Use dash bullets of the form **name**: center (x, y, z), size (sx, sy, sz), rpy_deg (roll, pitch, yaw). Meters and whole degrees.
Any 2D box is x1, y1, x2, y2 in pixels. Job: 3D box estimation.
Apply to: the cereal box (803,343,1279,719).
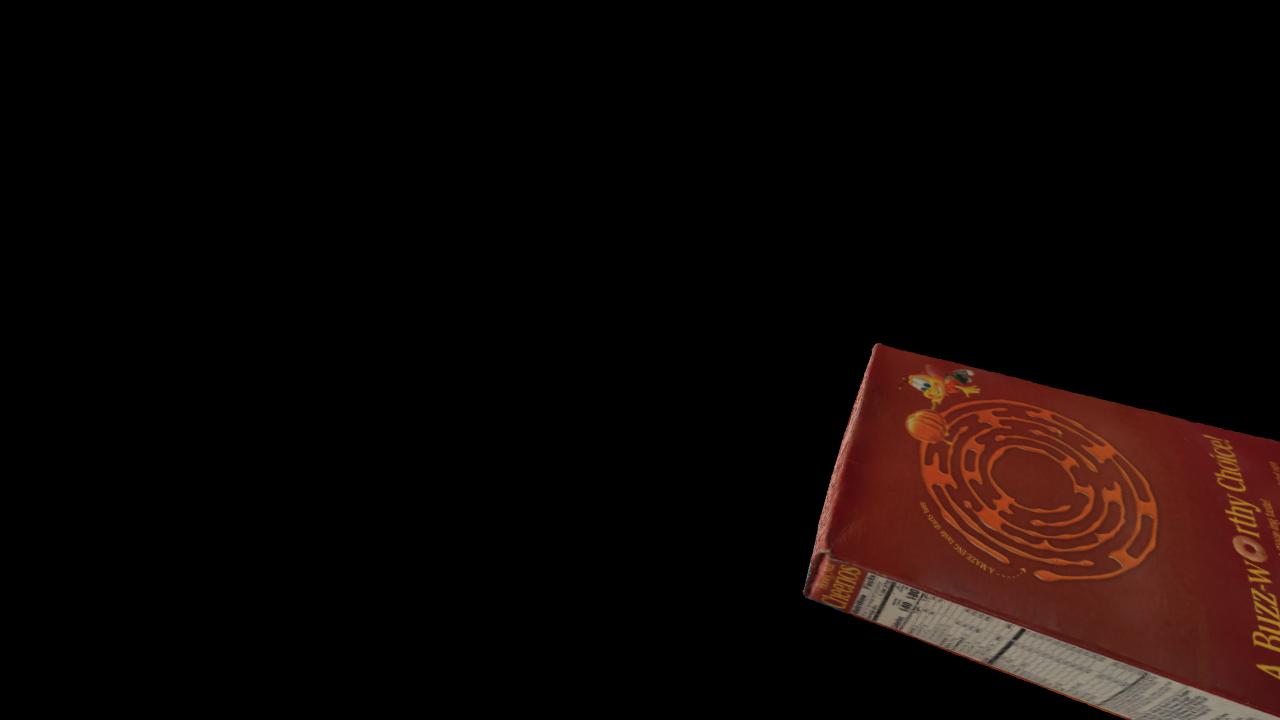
- **cereal box**: center (0.287, 0.113, 0.415), size (0.306, 0.081, 0.203), rpy_deg (15, 48, 19)
